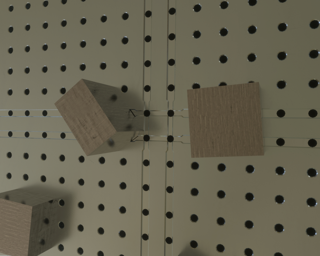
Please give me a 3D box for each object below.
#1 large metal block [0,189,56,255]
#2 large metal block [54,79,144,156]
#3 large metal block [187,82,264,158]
[{"bbox_3d":[-0.213,0.145,0.476,0.080,0.050,0.080,7,93,20],"label":"large metal block"},{"bbox_3d":[-0.077,-0.013,0.411,0.050,0.080,0.080,-38,78,16],"label":"large metal block"},{"bbox_3d":[0.080,-0.008,0.371,0.080,0.050,0.080,-4,89,20],"label":"large metal block"}]
